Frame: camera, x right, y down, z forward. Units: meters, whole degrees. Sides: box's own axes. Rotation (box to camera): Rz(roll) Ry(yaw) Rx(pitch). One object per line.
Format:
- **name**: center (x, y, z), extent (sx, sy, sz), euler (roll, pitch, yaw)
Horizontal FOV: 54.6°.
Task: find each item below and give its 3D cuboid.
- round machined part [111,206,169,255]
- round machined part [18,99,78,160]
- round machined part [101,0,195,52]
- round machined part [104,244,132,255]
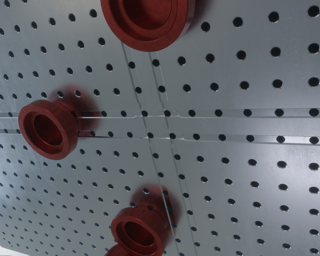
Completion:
- **round machined part**: center (-0.030, 0.171, 0.523), extent (0.098, 0.042, 0.097), euler (13, 124, 21)
- **round machined part**: center (-0.170, -0.001, 0.490), extent (0.098, 0.042, 0.097), euler (13, 124, 21)
- **round machined part**: center (-0.009, -0.133, 0.323), extent (0.098, 0.042, 0.097), euler (13, 124, 21)
- **round machined part**: center (-0.061, 0.241, 0.546), extent (0.098, 0.098, 0.042), euler (7, 122, 24)
